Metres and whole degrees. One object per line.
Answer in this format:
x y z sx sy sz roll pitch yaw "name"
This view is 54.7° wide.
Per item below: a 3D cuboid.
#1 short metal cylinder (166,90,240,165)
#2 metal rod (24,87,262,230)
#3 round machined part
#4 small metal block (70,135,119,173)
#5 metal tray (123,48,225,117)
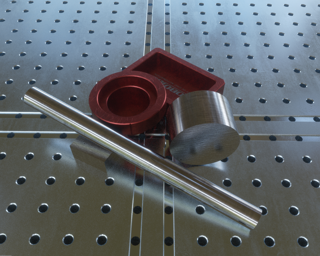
0.049 0.001 0.370 0.081 0.080 0.050 -3 50 -3 "short metal cylinder"
-0.028 0.029 0.356 0.301 0.025 0.025 28 55 10 "metal rod"
-0.041 -0.028 0.409 0.099 0.042 0.098 -1 50 1 "round machined part"
-0.075 0.022 0.389 0.050 0.025 0.050 22 53 17 "small metal block"
0.017 -0.063 0.457 0.130 0.030 0.090 32 56 24 "metal tray"
